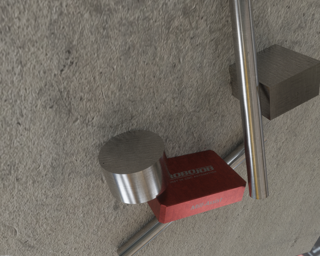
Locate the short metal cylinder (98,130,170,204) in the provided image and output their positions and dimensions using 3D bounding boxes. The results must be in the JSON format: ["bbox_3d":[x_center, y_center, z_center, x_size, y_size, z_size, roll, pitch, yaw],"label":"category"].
[{"bbox_3d":[-0.030,0.046,0.385,0.081,0.080,0.050,-22,127,-15],"label":"short metal cylinder"}]

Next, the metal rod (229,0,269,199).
[{"bbox_3d":[0.108,-0.052,0.376,0.025,0.025,0.298,-16,107,-20],"label":"metal rod"}]

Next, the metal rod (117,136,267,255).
[{"bbox_3d":[0.053,0.110,0.505,0.300,0.025,0.025,-40,130,-1],"label":"metal rod"}]

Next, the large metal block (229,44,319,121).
[{"bbox_3d":[0.152,-0.065,0.417,0.080,0.080,0.050,-26,128,-13],"label":"large metal block"}]

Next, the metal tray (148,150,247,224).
[{"bbox_3d":[0.042,0.077,0.436,0.131,0.090,0.030,-9,123,-24],"label":"metal tray"}]
